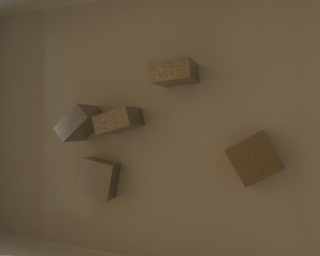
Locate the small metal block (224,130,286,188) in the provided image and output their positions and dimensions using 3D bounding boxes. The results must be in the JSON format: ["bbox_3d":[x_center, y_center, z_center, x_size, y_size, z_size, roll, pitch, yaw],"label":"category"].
[{"bbox_3d":[0.113,0.036,0.370,0.050,0.025,0.050,-31,80,17],"label":"small metal block"}]

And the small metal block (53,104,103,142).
[{"bbox_3d":[-0.111,-0.007,0.435,0.050,0.050,0.025,-42,77,15],"label":"small metal block"}]

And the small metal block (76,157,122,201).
[{"bbox_3d":[-0.087,0.071,0.440,0.050,0.025,0.050,11,94,19],"label":"small metal block"}]

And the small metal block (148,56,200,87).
[{"bbox_3d":[0.019,-0.069,0.390,0.050,0.050,0.025,-4,89,19],"label":"small metal block"}]

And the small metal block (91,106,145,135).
[{"bbox_3d":[-0.055,-0.009,0.415,0.050,0.050,0.025,-16,85,19],"label":"small metal block"}]
